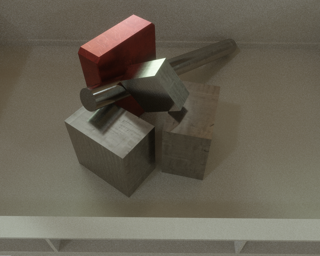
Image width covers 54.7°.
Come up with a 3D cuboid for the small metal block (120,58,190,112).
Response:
[{"bbox_3d":[-0.005,-0.043,0.327,0.050,0.050,0.025,0,51,42],"label":"small metal block"}]

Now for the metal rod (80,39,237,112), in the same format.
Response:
[{"bbox_3d":[0.022,-0.083,0.415,0.025,0.025,0.302,34,41,25],"label":"metal rod"}]

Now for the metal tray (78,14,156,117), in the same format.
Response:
[{"bbox_3d":[-0.045,-0.061,0.385,0.030,0.129,0.090,33,58,25],"label":"metal tray"}]

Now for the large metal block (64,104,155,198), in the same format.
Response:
[{"bbox_3d":[-0.053,0.021,0.351,0.080,0.080,0.050,29,56,22],"label":"large metal block"}]

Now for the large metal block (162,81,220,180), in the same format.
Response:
[{"bbox_3d":[0.036,0.003,0.367,0.050,0.080,0.080,10,51,8],"label":"large metal block"}]
